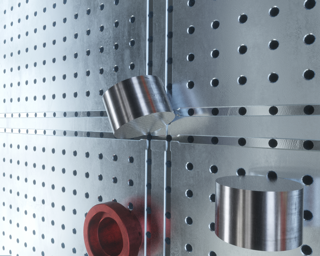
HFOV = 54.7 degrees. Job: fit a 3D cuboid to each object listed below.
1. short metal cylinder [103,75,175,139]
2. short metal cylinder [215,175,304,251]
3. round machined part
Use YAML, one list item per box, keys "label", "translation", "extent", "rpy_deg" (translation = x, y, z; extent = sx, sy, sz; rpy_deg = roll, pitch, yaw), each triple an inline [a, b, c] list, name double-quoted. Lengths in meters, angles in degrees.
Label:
- label: "short metal cylinder"
  translation: [-0.027, -0.025, 0.396]
  extent: [0.080, 0.081, 0.050]
  rpy_deg: [-31, 71, 36]
- label: "short metal cylinder"
  translation: [0.094, 0.077, 0.296]
  extent: [0.080, 0.081, 0.050]
  rpy_deg: [1, 91, 40]
- label: "round machined part"
  translation: [-0.065, 0.156, 0.452]
  extent: [0.098, 0.042, 0.097]
  rpy_deg: [0, 90, 40]
